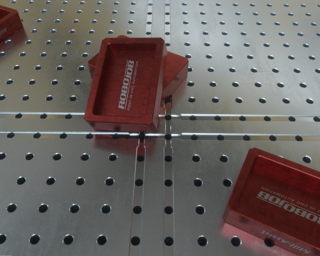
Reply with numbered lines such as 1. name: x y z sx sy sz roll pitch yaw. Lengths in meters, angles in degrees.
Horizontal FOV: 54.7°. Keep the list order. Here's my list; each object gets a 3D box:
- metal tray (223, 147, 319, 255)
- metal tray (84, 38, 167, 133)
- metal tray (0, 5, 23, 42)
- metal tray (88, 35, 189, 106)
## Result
1. metal tray: 0.146 0.083 0.335 0.130 0.030 0.090 21 53 16
2. metal tray: -0.043 -0.061 0.420 0.090 0.030 0.130 3 69 12
3. metal tray: -0.323 -0.173 0.545 0.090 0.030 0.130 20 53 16
4. metal tray: -0.033 -0.093 0.482 0.130 0.030 0.090 24 54 19
